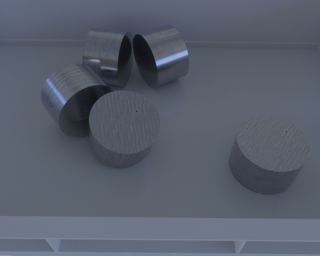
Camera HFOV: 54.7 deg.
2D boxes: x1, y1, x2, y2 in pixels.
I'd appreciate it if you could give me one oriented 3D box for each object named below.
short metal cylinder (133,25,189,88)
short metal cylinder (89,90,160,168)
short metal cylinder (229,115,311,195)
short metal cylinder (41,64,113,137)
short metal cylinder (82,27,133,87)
[{"bbox_3d":[0.000,-0.106,0.458,0.050,0.080,0.080,-23,54,-18],"label":"short metal cylinder"},{"bbox_3d":[-0.044,0.002,0.372,0.081,0.050,0.080,6,64,-12],"label":"short metal cylinder"},{"bbox_3d":[0.126,0.031,0.365,0.081,0.050,0.080,0,50,0],"label":"short metal cylinder"},{"bbox_3d":[-0.103,-0.035,0.397,0.081,0.080,0.050,-30,56,-23],"label":"short metal cylinder"},{"bbox_3d":[-0.074,-0.104,0.456,0.050,0.080,0.080,10,51,8],"label":"short metal cylinder"}]
